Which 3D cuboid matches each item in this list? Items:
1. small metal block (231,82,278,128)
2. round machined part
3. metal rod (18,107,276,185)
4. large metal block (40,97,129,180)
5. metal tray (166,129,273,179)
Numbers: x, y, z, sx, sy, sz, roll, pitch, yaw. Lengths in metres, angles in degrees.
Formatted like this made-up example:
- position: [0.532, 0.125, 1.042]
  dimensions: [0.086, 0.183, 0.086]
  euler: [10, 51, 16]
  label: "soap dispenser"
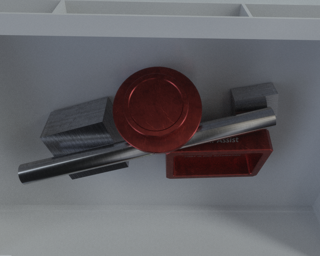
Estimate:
- position: [0.118, -0.025, 0.387]
  dimensions: [0.050, 0.025, 0.050]
  euler: [-9, 130, 7]
  label: "small metal block"
- position: [-0.003, -0.021, 0.339]
  dimensions: [0.099, 0.097, 0.042]
  euler: [-4, 171, 2]
  label: "round machined part"
- position: [-0.015, 0.021, 0.366]
  dimensions: [0.302, 0.025, 0.025]
  euler: [-13, 130, 1]
  label: "metal rod"
- position: [-0.091, 0.015, 0.401]
  dimensions: [0.080, 0.050, 0.080]
  euler: [-14, 129, 11]
  label: "large metal block"
- position: [0.073, 0.037, 0.418]
  dimensions: [0.131, 0.030, 0.090]
  euler: [-2, 150, 0]
  label: "metal tray"
